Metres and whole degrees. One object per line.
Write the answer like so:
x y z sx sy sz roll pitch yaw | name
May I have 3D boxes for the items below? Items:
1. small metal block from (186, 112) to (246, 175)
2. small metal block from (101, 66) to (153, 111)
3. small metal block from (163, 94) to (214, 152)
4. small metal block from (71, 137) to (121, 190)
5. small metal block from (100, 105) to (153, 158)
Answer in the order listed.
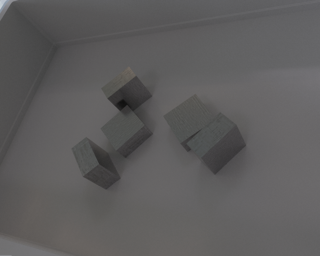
0.064 0.018 0.345 0.050 0.050 0.025 -43 51 -2 | small metal block
-0.047 -0.051 0.446 0.050 0.050 0.025 -38 51 3 | small metal block
0.040 -0.007 0.389 0.050 0.025 0.050 -35 51 5 | small metal block
-0.083 0.047 0.405 0.025 0.050 0.050 -38 51 3 | small metal block
-0.046 0.004 0.428 0.050 0.025 0.050 -42 51 -1 | small metal block
